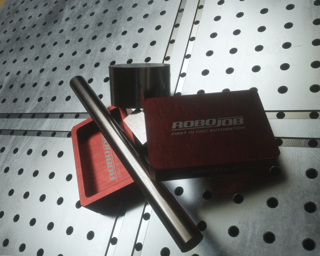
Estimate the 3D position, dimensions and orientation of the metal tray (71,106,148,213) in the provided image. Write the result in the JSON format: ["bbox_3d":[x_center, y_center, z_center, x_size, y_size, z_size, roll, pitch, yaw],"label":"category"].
[{"bbox_3d":[-0.067,0.035,0.414,0.090,0.030,0.130,-28,52,10],"label":"metal tray"}]

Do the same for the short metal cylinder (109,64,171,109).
[{"bbox_3d":[-0.026,-0.058,0.409,0.080,0.081,0.050,9,108,32],"label":"short metal cylinder"}]

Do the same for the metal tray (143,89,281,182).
[{"bbox_3d":[0.051,0.006,0.337,0.131,0.030,0.090,-5,56,-4],"label":"metal tray"}]

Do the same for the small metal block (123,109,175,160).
[{"bbox_3d":[-0.013,0.008,0.388,0.025,0.050,0.050,-42,51,0],"label":"small metal block"}]

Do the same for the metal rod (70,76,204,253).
[{"bbox_3d":[-0.048,0.019,0.378,0.025,0.025,0.300,-41,51,0],"label":"metal rod"}]
